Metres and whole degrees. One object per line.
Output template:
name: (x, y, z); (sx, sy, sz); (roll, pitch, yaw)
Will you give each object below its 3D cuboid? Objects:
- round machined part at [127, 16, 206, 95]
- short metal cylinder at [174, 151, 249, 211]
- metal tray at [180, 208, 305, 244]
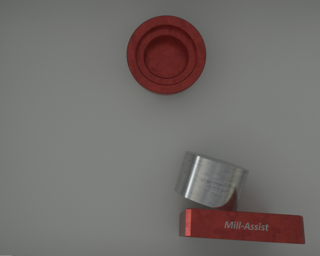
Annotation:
round machined part: (0.008, -0.091, 0.403); (0.099, 0.042, 0.097); (0, 90, -1)
short metal cylinder: (0.064, 0.064, 0.385); (0.080, 0.080, 0.050); (17, 90, -1)
metal tray: (0.092, 0.121, 0.377); (0.131, 0.090, 0.030); (4, 71, -1)
